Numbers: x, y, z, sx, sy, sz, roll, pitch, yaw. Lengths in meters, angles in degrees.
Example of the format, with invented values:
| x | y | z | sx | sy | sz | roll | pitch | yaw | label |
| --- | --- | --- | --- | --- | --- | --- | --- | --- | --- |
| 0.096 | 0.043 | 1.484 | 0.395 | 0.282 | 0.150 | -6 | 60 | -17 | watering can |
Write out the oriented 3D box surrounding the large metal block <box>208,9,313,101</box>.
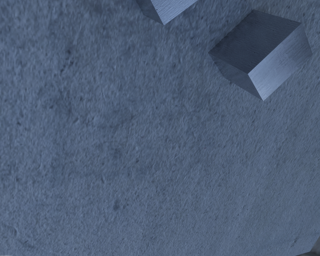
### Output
| x | y | z | sx | sy | sz | roll | pitch | yaw | label |
| --- | --- | --- | --- | --- | --- | --- | --- | --- | --- |
| 0.122 | -0.092 | 0.383 | 0.080 | 0.080 | 0.050 | -44 | 130 | 2 | large metal block |

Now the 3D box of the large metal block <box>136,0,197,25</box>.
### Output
| x | y | z | sx | sy | sz | roll | pitch | yaw | label |
| --- | --- | --- | --- | --- | --- | --- | --- | --- | --- |
| 0.007 | -0.161 | 0.296 | 0.080 | 0.050 | 0.080 | -38 | 130 | -3 | large metal block |
